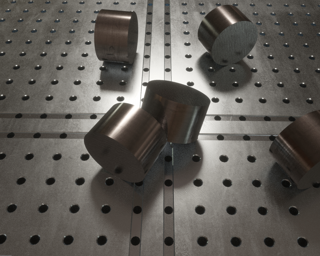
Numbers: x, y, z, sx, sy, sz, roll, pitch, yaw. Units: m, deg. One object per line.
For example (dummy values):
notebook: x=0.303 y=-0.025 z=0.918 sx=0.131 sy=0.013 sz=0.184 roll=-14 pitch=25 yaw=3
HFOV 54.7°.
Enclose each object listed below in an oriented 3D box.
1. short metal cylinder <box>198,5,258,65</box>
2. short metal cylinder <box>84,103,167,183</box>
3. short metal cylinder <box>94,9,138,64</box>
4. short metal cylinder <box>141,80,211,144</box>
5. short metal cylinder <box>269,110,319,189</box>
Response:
short metal cylinder: x=0.108 y=-0.148 z=0.498 sx=0.081 sy=0.080 sz=0.050 roll=-16 pitch=52 yaw=-13
short metal cylinder: x=-0.039 y=0.017 z=0.357 sx=0.080 sy=0.080 sz=0.050 roll=24 pitch=54 yaw=18
short metal cylinder: x=-0.067 y=-0.145 z=0.493 sx=0.050 sy=0.080 sz=0.080 roll=7 pitch=50 yaw=5
short metal cylinder: x=0.017 y=-0.022 z=0.389 sx=0.081 sy=0.050 sz=0.080 roll=14 pitch=24 yaw=-6
short metal cylinder: x=0.175 y=0.026 z=0.353 sx=0.081 sy=0.080 sz=0.050 roll=-19 pitch=53 yaw=-15
